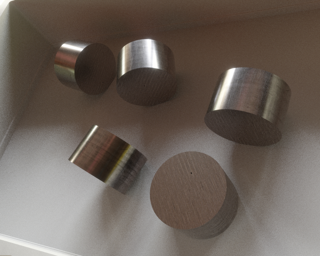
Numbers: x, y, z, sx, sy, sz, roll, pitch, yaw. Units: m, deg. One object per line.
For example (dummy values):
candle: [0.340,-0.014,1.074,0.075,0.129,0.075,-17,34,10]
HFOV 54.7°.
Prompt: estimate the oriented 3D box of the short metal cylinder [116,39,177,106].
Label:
short metal cylinder: [-0.019,-0.074,0.424,0.080,0.080,0.050,-16,56,19]

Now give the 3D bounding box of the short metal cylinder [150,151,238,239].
short metal cylinder: [0.037,0.071,0.326,0.080,0.050,0.080,-13,56,20]

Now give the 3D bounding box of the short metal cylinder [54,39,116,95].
short metal cylinder: [-0.117,-0.097,0.489,0.050,0.080,0.080,20,72,35]

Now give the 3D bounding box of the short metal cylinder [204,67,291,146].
short metal cylinder: [0.094,-0.021,0.333,0.080,0.080,0.050,8,66,31]

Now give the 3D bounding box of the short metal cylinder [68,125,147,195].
short metal cylinder: [-0.063,0.039,0.378,0.080,0.080,0.050,23,74,36]
